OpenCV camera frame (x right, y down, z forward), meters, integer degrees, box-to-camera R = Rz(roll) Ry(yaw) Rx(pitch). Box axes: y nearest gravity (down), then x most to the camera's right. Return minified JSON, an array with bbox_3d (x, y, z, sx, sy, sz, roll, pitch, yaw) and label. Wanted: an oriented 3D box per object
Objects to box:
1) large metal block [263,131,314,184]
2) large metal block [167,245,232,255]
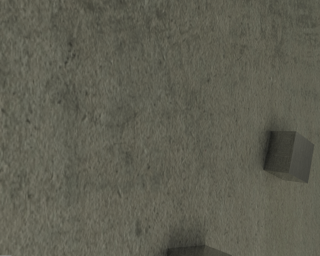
[{"bbox_3d":[0.253,0.057,0.605,0.080,0.050,0.080,26,74,-37],"label":"large metal block"},{"bbox_3d":[0.052,0.215,0.435,0.081,0.050,0.080,14,81,-39],"label":"large metal block"}]
